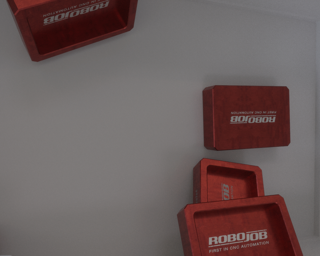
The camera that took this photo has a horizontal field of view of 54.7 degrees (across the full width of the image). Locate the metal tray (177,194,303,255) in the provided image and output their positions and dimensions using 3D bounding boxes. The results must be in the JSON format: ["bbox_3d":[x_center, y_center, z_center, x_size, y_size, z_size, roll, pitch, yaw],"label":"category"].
[{"bbox_3d":[0.092,0.130,0.357,0.131,0.030,0.090,-2,62,-16],"label":"metal tray"}]

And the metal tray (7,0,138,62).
[{"bbox_3d":[-0.089,-0.127,0.340,0.131,0.090,0.030,-25,77,-18],"label":"metal tray"}]

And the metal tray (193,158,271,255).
[{"bbox_3d":[0.091,0.109,0.404,0.091,0.030,0.130,10,60,-10],"label":"metal tray"}]

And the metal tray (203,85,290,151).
[{"bbox_3d":[0.129,-0.016,0.455,0.131,0.030,0.089,-2,91,-20],"label":"metal tray"}]
